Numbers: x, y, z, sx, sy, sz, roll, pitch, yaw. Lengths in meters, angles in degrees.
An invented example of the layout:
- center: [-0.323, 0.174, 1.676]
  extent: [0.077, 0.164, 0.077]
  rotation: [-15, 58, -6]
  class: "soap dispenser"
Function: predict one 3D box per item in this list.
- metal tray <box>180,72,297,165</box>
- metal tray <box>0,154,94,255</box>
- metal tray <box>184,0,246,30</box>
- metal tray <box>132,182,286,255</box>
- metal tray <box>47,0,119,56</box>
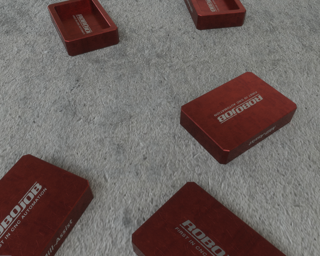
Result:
- center: [0.104, -0.019, 0.416]
  extent: [0.131, 0.030, 0.090]
  rotation: [-29, 56, -22]
  class: "metal tray"
- center: [-0.142, 0.097, 0.318]
  extent: [0.090, 0.030, 0.130]
  rotation: [20, 53, 16]
  class: "metal tray"
- center: [0.102, -0.244, 0.604]
  extent: [0.091, 0.030, 0.130]
  rotation: [-7, 50, -6]
  class: "metal tray"
- center: [0.048, 0.123, 0.296]
  extent: [0.130, 0.030, 0.091]
  rotation: [37, 59, 27]
  class: "metal tray"
- center: [-0.139, -0.187, 0.555]
  extent: [0.091, 0.030, 0.130]
  rotation: [-21, 53, -17]
  class: "metal tray"
